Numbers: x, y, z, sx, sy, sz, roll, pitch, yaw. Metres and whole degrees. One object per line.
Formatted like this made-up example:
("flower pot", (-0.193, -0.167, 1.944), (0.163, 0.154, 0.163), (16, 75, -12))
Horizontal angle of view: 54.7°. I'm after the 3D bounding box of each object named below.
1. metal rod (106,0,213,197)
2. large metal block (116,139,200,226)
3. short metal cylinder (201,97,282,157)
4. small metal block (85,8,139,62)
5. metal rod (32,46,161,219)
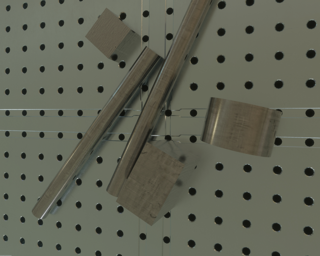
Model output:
("metal rod", (-0.001, -0.044, 0.412), (0.025, 0.025, 0.298), (27, 99, 17))
("large metal block", (0.001, 0.062, 0.382), (0.050, 0.080, 0.080), (30, 100, 17))
("short metal cylinder", (0.091, -0.002, 0.351), (0.080, 0.080, 0.050), (14, 95, 19))
("small metal block", (-0.068, -0.130, 0.435), (0.050, 0.025, 0.050), (44, 103, 14))
("metal rod", (-0.097, 0.014, 0.445), (0.025, 0.025, 0.299), (40, 102, 15))
